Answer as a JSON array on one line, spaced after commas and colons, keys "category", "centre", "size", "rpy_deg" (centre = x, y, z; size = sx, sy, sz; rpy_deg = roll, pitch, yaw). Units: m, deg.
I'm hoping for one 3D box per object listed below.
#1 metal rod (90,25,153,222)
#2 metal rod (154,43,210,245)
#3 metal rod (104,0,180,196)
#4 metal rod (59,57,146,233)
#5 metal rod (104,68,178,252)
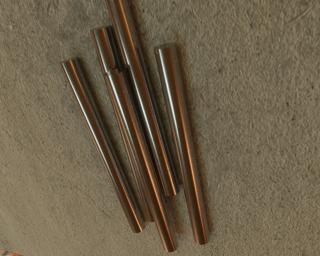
[{"category": "metal rod", "centre": [-0.041, 0.011, 0.433], "size": [0.025, 0.025, 0.298], "rpy_deg": [1, 119, 27]}, {"category": "metal rod", "centre": [0.035, 0.039, 0.411], "size": [0.025, 0.025, 0.298], "rpy_deg": [1, 119, 27]}, {"category": "metal rod", "centre": [-0.020, -0.039, 0.391], "size": [0.025, 0.025, 0.298], "rpy_deg": [-2, 118, 28]}, {"category": "metal rod", "centre": [-0.079, 0.040, 0.471], "size": [0.025, 0.025, 0.298], "rpy_deg": [-4, 117, 30]}, {"category": "metal rod", "centre": [-0.018, 0.062, 0.433], "size": [0.025, 0.025, 0.298], "rpy_deg": [0, 121, 28]}]
